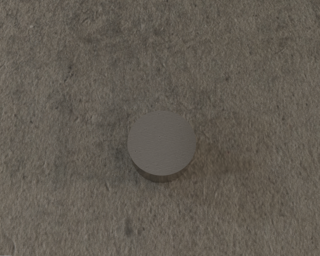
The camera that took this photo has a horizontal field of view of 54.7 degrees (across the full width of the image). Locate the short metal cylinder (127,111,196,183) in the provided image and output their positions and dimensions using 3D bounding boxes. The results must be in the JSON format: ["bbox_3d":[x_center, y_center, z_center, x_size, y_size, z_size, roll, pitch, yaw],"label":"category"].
[{"bbox_3d":[0.002,0.025,0.386,0.081,0.050,0.080,0,70,0],"label":"short metal cylinder"}]
